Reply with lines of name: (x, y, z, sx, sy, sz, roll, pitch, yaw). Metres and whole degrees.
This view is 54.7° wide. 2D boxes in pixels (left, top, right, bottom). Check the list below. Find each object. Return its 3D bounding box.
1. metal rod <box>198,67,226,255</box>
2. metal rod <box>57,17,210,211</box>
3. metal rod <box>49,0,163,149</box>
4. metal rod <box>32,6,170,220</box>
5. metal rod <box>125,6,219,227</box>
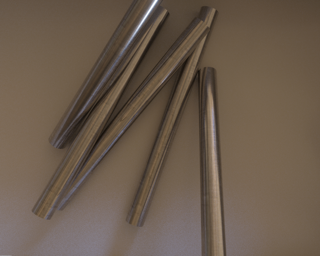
metal rod: (0.058, 0.060, 0.350, 0.025, 0.025, 0.299, 3, 64, 0)
metal rod: (-0.042, -0.015, 0.398, 0.025, 0.025, 0.299, 39, 95, -1)
metal rod: (-0.050, -0.086, 0.349, 0.025, 0.025, 0.299, 39, 115, -1)
metal rod: (-0.070, -0.026, 0.392, 0.025, 0.025, 0.299, 29, 82, -1)
metal rod: (0.016, -0.015, 0.411, 0.025, 0.025, 0.299, 20, 90, -1)
